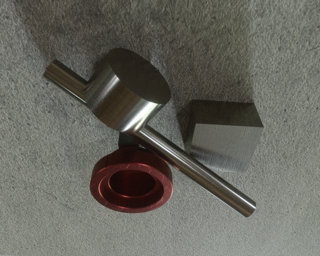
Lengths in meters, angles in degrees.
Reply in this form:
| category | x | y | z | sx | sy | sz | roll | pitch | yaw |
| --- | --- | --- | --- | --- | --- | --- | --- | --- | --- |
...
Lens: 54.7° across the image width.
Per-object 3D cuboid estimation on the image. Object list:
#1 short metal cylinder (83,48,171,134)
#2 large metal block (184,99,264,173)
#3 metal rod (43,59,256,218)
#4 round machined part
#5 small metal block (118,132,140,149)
| category | x | y | z | sx | sy | sz | roll | pitch | yaw |
| --- | --- | --- | --- | --- | --- | --- | --- | --- | --- |
| short metal cylinder | -0.035 | -0.041 | 0.337 | 0.080 | 0.080 | 0.050 | 30 | 124 | -24 |
| large metal block | 0.078 | 0.011 | 0.403 | 0.081 | 0.050 | 0.079 | 3 | 130 | -4 |
| metal rod | -0.004 | 0.019 | 0.376 | 0.301 | 0.025 | 0.025 | 36 | 122 | -10 |
| round machined part | -0.034 | 0.060 | 0.384 | 0.099 | 0.042 | 0.097 | -1 | 132 | 0 |
| small metal block | -0.038 | 0.022 | 0.411 | 0.025 | 0.050 | 0.050 | -2 | 130 | 1 |
